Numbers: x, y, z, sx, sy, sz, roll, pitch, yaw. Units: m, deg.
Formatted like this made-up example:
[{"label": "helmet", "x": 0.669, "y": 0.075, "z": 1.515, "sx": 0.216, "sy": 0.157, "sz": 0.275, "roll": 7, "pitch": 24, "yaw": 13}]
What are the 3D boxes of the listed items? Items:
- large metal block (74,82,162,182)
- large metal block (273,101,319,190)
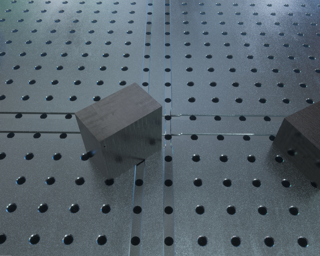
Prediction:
[{"label": "large metal block", "x": -0.045, "y": 0.005, "z": 0.367, "sx": 0.081, "sy": 0.080, "sz": 0.050, "roll": -32, "pitch": 57, "yaw": -24}, {"label": "large metal block", "x": 0.204, "y": 0.016, "z": 0.381, "sx": 0.081, "sy": 0.050, "sz": 0.080, "roll": -23, "pitch": 54, "yaw": -19}]
